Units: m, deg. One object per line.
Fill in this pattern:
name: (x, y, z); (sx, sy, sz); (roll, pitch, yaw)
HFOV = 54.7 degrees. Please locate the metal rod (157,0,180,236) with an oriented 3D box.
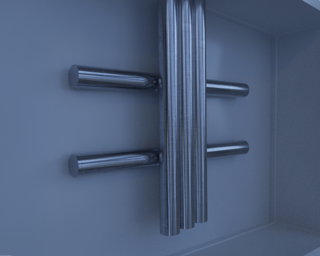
metal rod: (0.011, -0.021, 0.380); (0.025, 0.025, 0.298); (-1, 91, -40)

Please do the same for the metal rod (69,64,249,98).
metal rod: (0.024, -0.059, 0.425); (0.302, 0.025, 0.025); (-2, 92, -40)

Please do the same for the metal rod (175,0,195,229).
metal rod: (0.031, -0.023, 0.396); (0.025, 0.025, 0.298); (-1, 91, -40)

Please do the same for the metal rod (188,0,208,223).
metal rod: (0.049, -0.026, 0.412); (0.025, 0.025, 0.298); (-1, 91, -40)

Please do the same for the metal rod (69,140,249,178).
metal rod: (0.024, 0.036, 0.425); (0.302, 0.025, 0.025); (-2, 91, -40)
